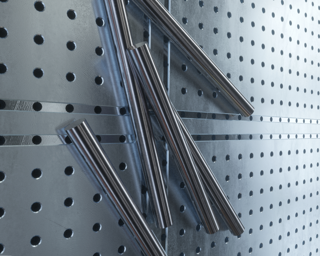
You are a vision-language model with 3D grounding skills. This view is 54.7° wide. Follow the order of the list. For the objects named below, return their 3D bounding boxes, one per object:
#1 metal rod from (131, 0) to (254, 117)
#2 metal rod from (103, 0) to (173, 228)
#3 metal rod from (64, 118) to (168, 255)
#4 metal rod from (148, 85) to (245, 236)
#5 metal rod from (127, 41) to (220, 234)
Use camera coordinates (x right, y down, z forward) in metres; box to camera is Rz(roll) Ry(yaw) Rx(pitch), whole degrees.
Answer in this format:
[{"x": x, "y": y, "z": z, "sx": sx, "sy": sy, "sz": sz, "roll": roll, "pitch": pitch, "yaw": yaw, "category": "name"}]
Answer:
[{"x": 0.055, "y": -0.106, "z": 0.456, "sx": 0.301, "sy": 0.025, "sz": 0.025, "roll": 38, "pitch": 67, "yaw": -34, "category": "metal rod"}, {"x": -0.025, "y": -0.015, "z": 0.389, "sx": 0.025, "sy": 0.025, "sz": 0.298, "roll": -21, "pitch": 103, "yaw": -38, "category": "metal rod"}, {"x": -0.029, "y": 0.120, "z": 0.386, "sx": 0.025, "sy": 0.025, "sz": 0.299, "roll": -41, "pitch": 115, "yaw": -33, "category": "metal rod"}, {"x": 0.058, "y": 0.056, "z": 0.460, "sx": 0.025, "sy": 0.025, "sz": 0.299, "roll": -47, "pitch": 118, "yaw": -30, "category": "metal rod"}, {"x": 0.027, "y": 0.031, "z": 0.415, "sx": 0.025, "sy": 0.025, "sz": 0.299, "roll": -41, "pitch": 121, "yaw": -33, "category": "metal rod"}]
